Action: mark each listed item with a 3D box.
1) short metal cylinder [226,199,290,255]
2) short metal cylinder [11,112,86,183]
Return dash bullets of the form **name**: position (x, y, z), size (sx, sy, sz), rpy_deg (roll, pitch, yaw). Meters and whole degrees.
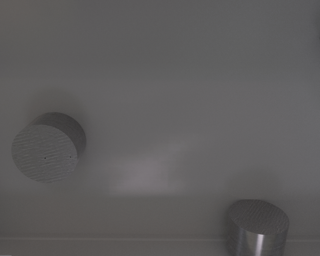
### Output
- **short metal cylinder**: position (0.136, 0.144, 0.436), size (0.081, 0.080, 0.050), rpy_deg (1, 110, -1)
- **short metal cylinder**: position (-0.143, 0.025, 0.406), size (0.081, 0.050, 0.079), rpy_deg (0, 110, 0)
